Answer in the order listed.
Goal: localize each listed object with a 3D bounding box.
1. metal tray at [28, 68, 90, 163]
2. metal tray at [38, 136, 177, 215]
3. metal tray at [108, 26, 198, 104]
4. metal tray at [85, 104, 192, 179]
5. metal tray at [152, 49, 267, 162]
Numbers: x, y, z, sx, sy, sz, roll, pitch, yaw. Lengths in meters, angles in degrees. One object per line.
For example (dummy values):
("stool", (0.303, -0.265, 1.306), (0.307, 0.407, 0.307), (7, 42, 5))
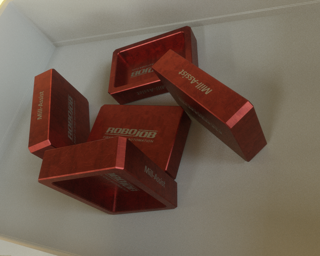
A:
("metal tray", (-0.137, -0.009, 0.436), (0.030, 0.090, 0.130), (-22, 54, 14))
("metal tray", (-0.046, 0.057, 0.323), (0.090, 0.130, 0.030), (-12, 58, 21))
("metal tray", (-0.010, -0.092, 0.461), (0.130, 0.030, 0.090), (-12, 57, 21))
("metal tray", (-0.033, 0.015, 0.405), (0.130, 0.030, 0.090), (4, 63, 29))
("metal tray", (0.054, -0.026, 0.348), (0.030, 0.090, 0.130), (-45, 51, -2))
